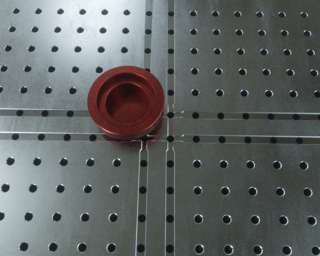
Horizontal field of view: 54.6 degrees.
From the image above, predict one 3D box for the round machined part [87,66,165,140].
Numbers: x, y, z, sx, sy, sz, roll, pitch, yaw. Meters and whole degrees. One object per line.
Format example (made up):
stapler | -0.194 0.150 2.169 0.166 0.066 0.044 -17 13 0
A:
round machined part | -0.043 -0.030 0.414 0.099 0.042 0.098 0 70 0
